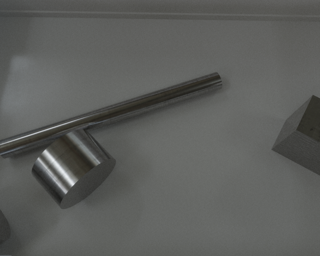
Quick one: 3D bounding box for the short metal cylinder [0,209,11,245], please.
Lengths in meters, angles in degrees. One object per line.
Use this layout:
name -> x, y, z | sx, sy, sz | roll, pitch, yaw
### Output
short metal cylinder -> -0.213, 0.107, 0.339 | 0.050, 0.080, 0.080 | -38, 75, -13

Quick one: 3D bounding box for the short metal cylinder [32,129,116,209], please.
short metal cylinder -> -0.099, 0.048, 0.362 | 0.080, 0.080, 0.050 | -43, 76, -14

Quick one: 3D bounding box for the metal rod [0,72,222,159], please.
metal rod -> -0.060, -0.020, 0.416 | 0.302, 0.025, 0.025 | -18, 71, -7

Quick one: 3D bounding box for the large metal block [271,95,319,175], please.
large metal block -> 0.197, 0.015, 0.378 | 0.080, 0.080, 0.050 | 29, 73, 10
